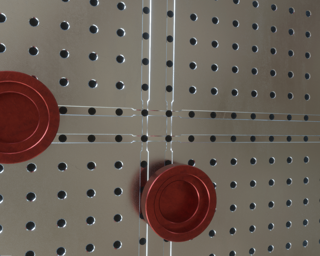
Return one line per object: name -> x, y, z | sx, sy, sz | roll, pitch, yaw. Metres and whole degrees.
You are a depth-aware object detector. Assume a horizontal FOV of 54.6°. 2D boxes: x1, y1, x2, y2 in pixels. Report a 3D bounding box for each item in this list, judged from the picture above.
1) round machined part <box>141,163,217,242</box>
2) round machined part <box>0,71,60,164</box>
round machined part -> 0.022, 0.096, 0.412 | 0.099, 0.042, 0.097 | 0, 90, -20
round machined part -> -0.164, -0.011, 0.343 | 0.099, 0.042, 0.097 | 0, 90, -20
